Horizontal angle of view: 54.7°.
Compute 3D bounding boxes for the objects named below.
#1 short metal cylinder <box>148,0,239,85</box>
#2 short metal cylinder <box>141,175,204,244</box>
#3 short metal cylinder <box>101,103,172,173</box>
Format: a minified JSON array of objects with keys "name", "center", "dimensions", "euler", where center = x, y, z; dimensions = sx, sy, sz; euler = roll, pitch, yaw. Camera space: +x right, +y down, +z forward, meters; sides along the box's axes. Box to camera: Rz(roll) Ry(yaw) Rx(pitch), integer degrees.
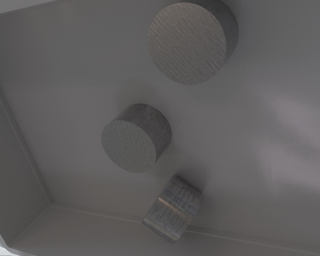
[{"name":"short metal cylinder","center":[0.035,-0.091,0.318],"dimensions":[0.080,0.050,0.079],"euler":[13,124,21]},{"name":"short metal cylinder","center":[0.018,0.113,0.434],"dimensions":[0.050,0.080,0.079],"euler":[34,129,6]},{"name":"short metal cylinder","center":[-0.031,0.013,0.417],"dimensions":[0.080,0.050,0.079],"euler":[13,124,21]}]
